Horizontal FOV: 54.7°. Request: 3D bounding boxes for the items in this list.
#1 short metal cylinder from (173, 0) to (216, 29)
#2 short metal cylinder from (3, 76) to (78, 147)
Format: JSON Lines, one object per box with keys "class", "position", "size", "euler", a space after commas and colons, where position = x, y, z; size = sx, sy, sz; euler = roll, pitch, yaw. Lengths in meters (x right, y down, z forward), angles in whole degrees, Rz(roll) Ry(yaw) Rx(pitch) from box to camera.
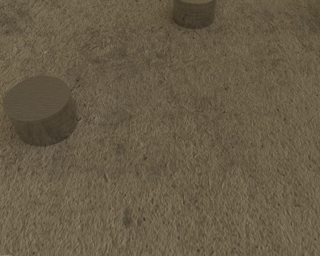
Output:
{"class": "short metal cylinder", "position": [0.064, -0.230, 0.580], "size": [0.080, 0.050, 0.080], "euler": [0, 50, 0]}
{"class": "short metal cylinder", "position": [-0.153, -0.023, 0.405], "size": [0.080, 0.050, 0.080], "euler": [0, 50, 0]}
